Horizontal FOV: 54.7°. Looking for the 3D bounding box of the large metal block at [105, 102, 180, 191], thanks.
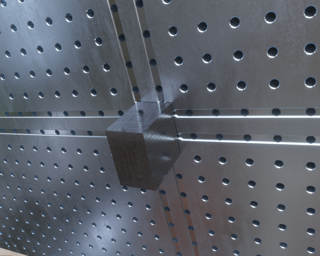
[{"bbox_3d":[-0.018,0.020,0.395,0.050,0.080,0.079,3,120,26],"label":"large metal block"}]
